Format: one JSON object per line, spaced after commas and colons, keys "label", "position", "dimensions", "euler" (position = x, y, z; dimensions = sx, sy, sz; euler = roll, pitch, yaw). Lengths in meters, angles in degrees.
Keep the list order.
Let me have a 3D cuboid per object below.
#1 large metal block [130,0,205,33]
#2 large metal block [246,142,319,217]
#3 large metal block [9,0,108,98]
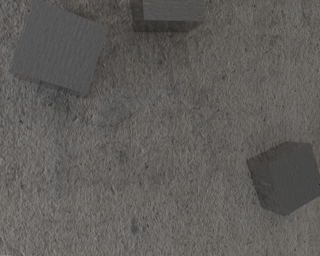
{"label": "large metal block", "position": [0.007, -0.170, 0.398], "dimensions": [0.081, 0.050, 0.079], "euler": [-6, 92, -20]}
{"label": "large metal block", "position": [0.188, 0.073, 0.465], "dimensions": [0.081, 0.050, 0.080], "euler": [-22, 98, -19]}
{"label": "large metal block", "position": [-0.114, -0.086, 0.353], "dimensions": [0.081, 0.050, 0.080], "euler": [17, 84, -19]}
